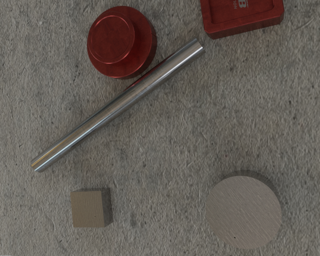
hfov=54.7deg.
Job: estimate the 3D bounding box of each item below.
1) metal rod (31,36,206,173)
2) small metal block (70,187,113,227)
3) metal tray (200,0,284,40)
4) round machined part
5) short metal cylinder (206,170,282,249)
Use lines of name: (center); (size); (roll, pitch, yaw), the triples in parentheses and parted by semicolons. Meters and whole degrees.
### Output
metal rod: (-0.068, -0.024, 0.431); (0.300, 0.025, 0.025); (-34, 79, 16)
small metal block: (-0.097, 0.113, 0.442); (0.050, 0.025, 0.050); (-6, 88, 19)
metal tray: (0.092, -0.182, 0.373); (0.090, 0.030, 0.129); (-9, 87, 19)
round machined part: (-0.057, -0.117, 0.419); (0.098, 0.042, 0.097); (0, 90, 19)
short metal cylinder: (0.098, 0.092, 0.361); (0.080, 0.050, 0.079); (0, 90, 19)
